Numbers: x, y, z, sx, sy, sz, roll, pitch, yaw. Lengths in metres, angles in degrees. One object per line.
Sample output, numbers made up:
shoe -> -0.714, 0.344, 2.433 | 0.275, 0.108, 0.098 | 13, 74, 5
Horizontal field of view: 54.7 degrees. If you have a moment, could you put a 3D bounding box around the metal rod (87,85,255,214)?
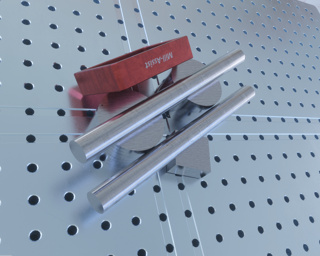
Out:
metal rod -> 0.038, 0.008, 0.391 | 0.302, 0.025, 0.025 | -33, 80, -38

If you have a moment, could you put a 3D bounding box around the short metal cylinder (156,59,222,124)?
short metal cylinder -> 0.041, -0.053, 0.449 | 0.081, 0.050, 0.080 | 14, 56, -21

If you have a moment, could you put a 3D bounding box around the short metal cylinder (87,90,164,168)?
short metal cylinder -> -0.042, 0.001, 0.370 | 0.081, 0.050, 0.080 | 14, 56, -21

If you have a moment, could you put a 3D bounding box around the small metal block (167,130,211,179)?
small metal block -> 0.037, 0.035, 0.407 | 0.050, 0.025, 0.050 | 14, 56, -21

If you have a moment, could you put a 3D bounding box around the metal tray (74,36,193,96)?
metal tray -> -0.031, -0.081, 0.398 | 0.131, 0.090, 0.030 | -33, 112, -38

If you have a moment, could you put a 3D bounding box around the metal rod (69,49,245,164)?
metal rod -> 0.021, -0.044, 0.382 | 0.302, 0.025, 0.025 | -34, 81, -38
